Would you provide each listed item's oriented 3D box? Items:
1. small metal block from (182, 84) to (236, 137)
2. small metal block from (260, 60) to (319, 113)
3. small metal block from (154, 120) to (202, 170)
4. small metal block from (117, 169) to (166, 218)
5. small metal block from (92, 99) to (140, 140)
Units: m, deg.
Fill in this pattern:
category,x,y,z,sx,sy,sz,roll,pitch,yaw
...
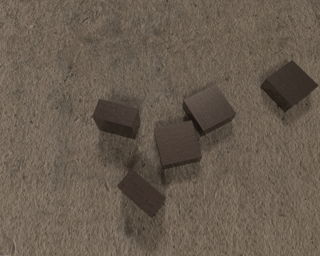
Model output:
category,x,y,z,sx,sy,sz,roll,pitch,yaw
small metal block,0.065,-0.023,0.418,0.050,0.025,0.050,-27,73,-10
small metal block,0.179,-0.058,0.432,0.050,0.025,0.050,-35,74,-12
small metal block,0.022,0.022,0.400,0.050,0.025,0.050,-12,71,-5
small metal block,-0.021,0.079,0.366,0.050,0.050,0.025,39,75,12
small metal block,-0.054,-0.010,0.398,0.050,0.050,0.025,15,71,5
